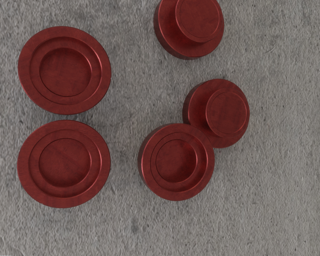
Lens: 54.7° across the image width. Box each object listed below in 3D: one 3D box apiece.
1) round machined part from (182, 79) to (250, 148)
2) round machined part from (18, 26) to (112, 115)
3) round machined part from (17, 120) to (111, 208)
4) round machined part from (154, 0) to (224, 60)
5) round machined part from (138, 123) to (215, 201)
[{"bbox_3d":[0.085,-0.020,0.431,0.099,0.042,0.097,0,90,-20],"label":"round machined part"},{"bbox_3d":[-0.109,-0.063,0.360,0.099,0.042,0.097,0,90,-20],"label":"round machined part"},{"bbox_3d":[-0.110,0.039,0.359,0.099,0.042,0.097,0,90,-20],"label":"round machined part"},{"bbox_3d":[0.044,-0.144,0.416,0.099,0.042,0.097,0,90,-20],"label":"round machined part"},{"bbox_3d":[0.018,0.042,0.405,0.099,0.042,0.097,-1,92,-19],"label":"round machined part"}]
